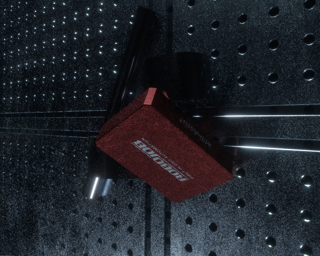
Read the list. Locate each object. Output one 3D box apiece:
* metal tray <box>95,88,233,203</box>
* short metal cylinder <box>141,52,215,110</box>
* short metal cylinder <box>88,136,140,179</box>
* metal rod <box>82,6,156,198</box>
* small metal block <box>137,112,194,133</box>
[{"bbox_3d":[0.006,0.026,0.345,0.090,0.130,0.030,-34,26,35],"label":"metal tray"},{"bbox_3d":[0.020,-0.050,0.357,0.080,0.081,0.050,-10,84,39],"label":"short metal cylinder"},{"bbox_3d":[-0.056,0.037,0.420,0.080,0.081,0.050,3,92,40],"label":"short metal cylinder"},{"bbox_3d":[-0.066,-0.028,0.463,0.025,0.025,0.298,32,109,35],"label":"metal rod"},{"bbox_3d":[0.007,-0.004,0.387,0.050,0.050,0.025,-12,83,39],"label":"small metal block"}]
